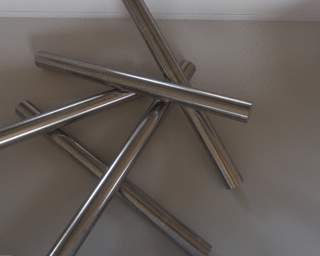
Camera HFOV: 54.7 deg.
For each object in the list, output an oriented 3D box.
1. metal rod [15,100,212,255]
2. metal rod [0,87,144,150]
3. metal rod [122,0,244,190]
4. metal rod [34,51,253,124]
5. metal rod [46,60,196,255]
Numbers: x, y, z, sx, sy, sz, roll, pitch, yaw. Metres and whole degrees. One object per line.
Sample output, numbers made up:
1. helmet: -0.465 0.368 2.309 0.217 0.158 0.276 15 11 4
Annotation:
1. metal rod: -0.066 0.059 0.387 0.300 0.025 0.025 36 74 12
2. metal rod: -0.150 -0.003 0.379 0.302 0.025 0.025 -23 71 -20
3. metal rod: 0.022 -0.060 0.398 0.025 0.025 0.299 -28 85 -10
4. metal rod: -0.036 -0.058 0.394 0.301 0.025 0.025 17 70 20
5. metal rod: -0.034 0.026 0.378 0.025 0.025 0.301 28 64 10
